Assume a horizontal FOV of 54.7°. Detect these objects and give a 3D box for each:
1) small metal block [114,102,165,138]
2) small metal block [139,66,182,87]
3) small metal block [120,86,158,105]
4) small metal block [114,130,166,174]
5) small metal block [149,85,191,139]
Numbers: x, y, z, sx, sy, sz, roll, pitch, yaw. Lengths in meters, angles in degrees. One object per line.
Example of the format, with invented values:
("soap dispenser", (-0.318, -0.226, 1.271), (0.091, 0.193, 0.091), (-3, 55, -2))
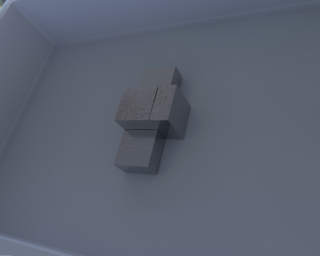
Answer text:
("small metal block", (-0.022, -0.009, 0.405), (0.050, 0.050, 0.025), (0, 62, 28))
("small metal block", (-0.001, -0.058, 0.440), (0.050, 0.025, 0.050), (0, 62, 28))
("small metal block", (-0.017, -0.031, 0.415), (0.050, 0.050, 0.025), (0, 62, 28))
("small metal block", (-0.026, 0.030, 0.398), (0.050, 0.025, 0.050), (0, 62, 28))
("small metal block", (0.014, -0.019, 0.392), (0.025, 0.050, 0.050), (0, 62, 28))
